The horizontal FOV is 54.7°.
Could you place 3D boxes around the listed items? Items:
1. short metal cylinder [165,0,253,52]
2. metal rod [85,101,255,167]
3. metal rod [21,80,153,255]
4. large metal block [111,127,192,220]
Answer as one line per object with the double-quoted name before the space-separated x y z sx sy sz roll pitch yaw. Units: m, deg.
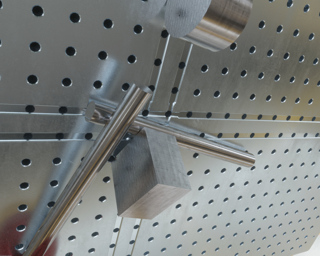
"short metal cylinder" 0.049 -0.127 0.325 0.050 0.080 0.079 11 113 -33
"metal rod" 0.036 0.018 0.444 0.302 0.025 0.025 18 109 -36
"metal rod" -0.100 0.071 0.380 0.025 0.025 0.299 21 113 -37
"large metal block" -0.015 0.059 0.389 0.050 0.080 0.080 18 131 -36
